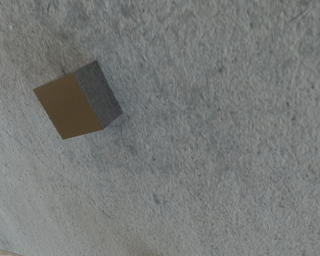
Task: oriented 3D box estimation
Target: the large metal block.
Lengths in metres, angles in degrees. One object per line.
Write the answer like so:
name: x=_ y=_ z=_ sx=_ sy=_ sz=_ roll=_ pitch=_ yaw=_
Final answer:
large metal block: x=-0.111 y=-0.037 z=0.425 sx=0.080 sy=0.050 sz=0.080 roll=-13 pitch=112 yaw=33
